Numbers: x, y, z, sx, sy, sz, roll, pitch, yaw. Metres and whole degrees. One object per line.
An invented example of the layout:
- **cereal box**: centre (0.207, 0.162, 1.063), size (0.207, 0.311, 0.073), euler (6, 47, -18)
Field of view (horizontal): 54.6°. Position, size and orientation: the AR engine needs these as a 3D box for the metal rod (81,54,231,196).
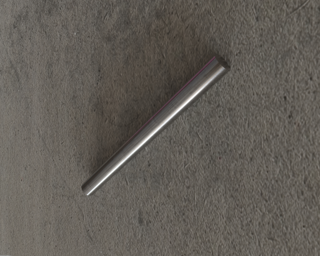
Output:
- **metal rod**: centre (-0.023, 0.012, 0.427), size (0.299, 0.025, 0.025), euler (-43, 64, 31)
